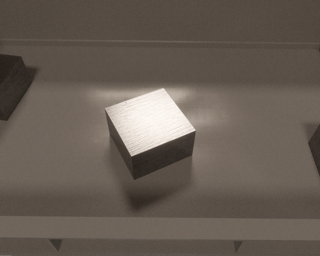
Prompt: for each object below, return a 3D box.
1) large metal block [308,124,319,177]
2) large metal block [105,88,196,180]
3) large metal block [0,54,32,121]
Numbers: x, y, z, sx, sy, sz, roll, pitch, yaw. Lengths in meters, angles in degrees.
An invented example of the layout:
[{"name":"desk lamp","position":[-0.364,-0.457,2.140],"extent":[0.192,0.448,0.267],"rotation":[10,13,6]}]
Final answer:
[{"name":"large metal block","position":[0.234,0.035,0.362],"extent":[0.081,0.050,0.080],"rotation":[2,50,1]},{"name":"large metal block","position":[-0.013,0.005,0.384],"extent":[0.081,0.050,0.080],"rotation":[-21,54,-17]},{"name":"large metal block","position":[-0.244,-0.061,0.437],"extent":[0.080,0.050,0.080],"rotation":[8,50,6]}]
